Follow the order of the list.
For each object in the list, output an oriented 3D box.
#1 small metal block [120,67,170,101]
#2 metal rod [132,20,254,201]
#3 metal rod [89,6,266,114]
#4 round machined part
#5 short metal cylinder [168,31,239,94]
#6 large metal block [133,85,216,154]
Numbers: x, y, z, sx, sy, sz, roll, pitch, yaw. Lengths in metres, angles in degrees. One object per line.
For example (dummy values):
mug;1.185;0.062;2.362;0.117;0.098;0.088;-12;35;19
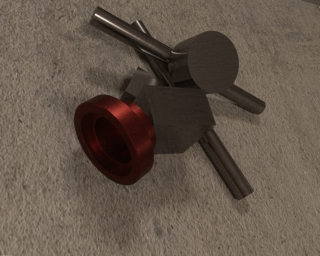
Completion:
small metal block;-0.021;-0.048;0.423;0.050;0.025;0.050;29;52;-10
metal rod;0.038;-0.034;0.446;0.025;0.025;0.299;-22;73;-36
metal rod;0.042;-0.088;0.453;0.302;0.025;0.025;23;53;-25
round machined part;-0.043;0.009;0.330;0.098;0.097;0.042;49;51;6
short metal cylinder;0.059;-0.085;0.419;0.081;0.050;0.079;-1;92;-27
large metal block;0.007;-0.007;0.378;0.081;0.080;0.050;0;62;-29
